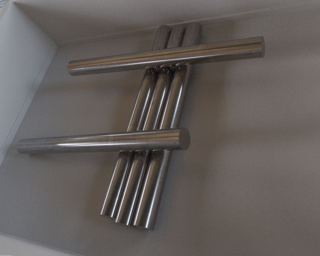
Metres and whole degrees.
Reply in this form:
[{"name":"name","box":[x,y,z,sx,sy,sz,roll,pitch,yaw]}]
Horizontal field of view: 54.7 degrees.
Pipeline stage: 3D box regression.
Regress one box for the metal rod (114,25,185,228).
[{"name":"metal rod","box":[-0.006,-0.019,0.420,0.025,0.025,0.300,1,62,29]}]

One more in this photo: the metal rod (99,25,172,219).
[{"name":"metal rod","box":[-0.026,-0.024,0.434,0.025,0.025,0.300,1,62,28]}]

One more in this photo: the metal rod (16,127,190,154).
[{"name":"metal rod","box":[-0.097,0.021,0.420,0.300,0.025,0.025,-4,60,34]}]

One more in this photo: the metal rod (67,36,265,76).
[{"name":"metal rod","box":[-0.010,-0.097,0.437,0.300,0.025,0.025,0,62,28]}]

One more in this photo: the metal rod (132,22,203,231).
[{"name":"metal rod","box":[0.017,-0.020,0.407,0.025,0.025,0.300,1,62,29]}]
